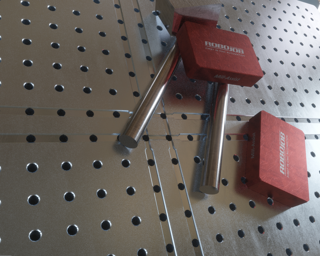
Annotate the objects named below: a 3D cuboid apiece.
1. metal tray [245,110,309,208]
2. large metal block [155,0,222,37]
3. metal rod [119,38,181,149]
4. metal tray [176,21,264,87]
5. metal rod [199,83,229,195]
[{"bbox_3d":[0.181,0.045,0.478,0.090,0.030,0.130,25,53,-13],"label":"metal tray"},{"bbox_3d":[0.045,-0.202,0.517,0.081,0.050,0.080,-13,53,-16],"label":"large metal block"},{"bbox_3d":[0.012,-0.090,0.470,0.025,0.025,0.301,32,51,-8],"label":"metal rod"},{"bbox_3d":[0.096,-0.117,0.497,0.131,0.030,0.090,3,60,-27],"label":"metal tray"},{"bbox_3d":[0.093,-0.038,0.483,0.025,0.025,0.300,25,53,-14],"label":"metal rod"}]
